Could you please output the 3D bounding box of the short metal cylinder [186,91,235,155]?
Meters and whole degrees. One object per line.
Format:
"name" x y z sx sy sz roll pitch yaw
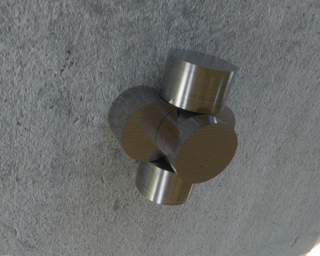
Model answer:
"short metal cylinder" 0.053 -0.007 0.419 0.081 0.050 0.079 -14 125 -21

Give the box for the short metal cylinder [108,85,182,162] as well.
"short metal cylinder" -0.017 -0.006 0.380 0.081 0.050 0.079 -14 125 -21

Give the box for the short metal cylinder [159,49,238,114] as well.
"short metal cylinder" 0.044 -0.057 0.364 0.081 0.080 0.050 0 119 -29

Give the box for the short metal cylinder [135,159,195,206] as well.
"short metal cylinder" 0.011 0.058 0.417 0.081 0.080 0.050 0 118 -29

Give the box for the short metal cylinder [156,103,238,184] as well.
"short metal cylinder" 0.042 0.018 0.362 0.081 0.050 0.079 -14 125 -21
